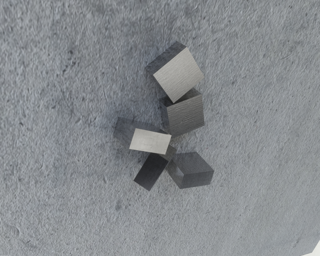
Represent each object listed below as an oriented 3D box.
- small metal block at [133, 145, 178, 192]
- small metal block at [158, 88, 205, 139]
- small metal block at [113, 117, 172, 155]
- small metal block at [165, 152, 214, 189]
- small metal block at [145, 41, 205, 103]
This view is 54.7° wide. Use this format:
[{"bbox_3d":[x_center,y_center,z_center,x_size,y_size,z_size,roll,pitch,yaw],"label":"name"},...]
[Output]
[{"bbox_3d":[-0.005,0.049,0.414,0.025,0.050,0.050,33,109,6],"label":"small metal block"},{"bbox_3d":[0.029,-0.020,0.410,0.050,0.025,0.050,-22,127,-15],"label":"small metal block"},{"bbox_3d":[-0.023,0.009,0.381,0.050,0.050,0.025,12,100,-34],"label":"small metal block"},{"bbox_3d":[0.042,0.060,0.451,0.050,0.050,0.025,-3,120,-27],"label":"small metal block"},{"bbox_3d":[0.018,-0.067,0.375,0.050,0.025,0.050,-40,130,-1],"label":"small metal block"}]
